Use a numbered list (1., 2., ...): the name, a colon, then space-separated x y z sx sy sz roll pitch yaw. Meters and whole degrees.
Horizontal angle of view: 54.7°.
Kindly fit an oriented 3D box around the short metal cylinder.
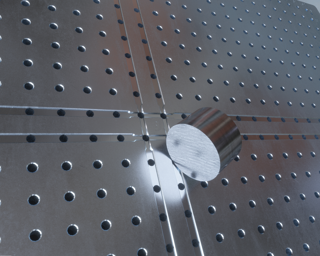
1. short metal cylinder: 0.055 0.020 0.392 0.050 0.080 0.080 -34 81 -38
